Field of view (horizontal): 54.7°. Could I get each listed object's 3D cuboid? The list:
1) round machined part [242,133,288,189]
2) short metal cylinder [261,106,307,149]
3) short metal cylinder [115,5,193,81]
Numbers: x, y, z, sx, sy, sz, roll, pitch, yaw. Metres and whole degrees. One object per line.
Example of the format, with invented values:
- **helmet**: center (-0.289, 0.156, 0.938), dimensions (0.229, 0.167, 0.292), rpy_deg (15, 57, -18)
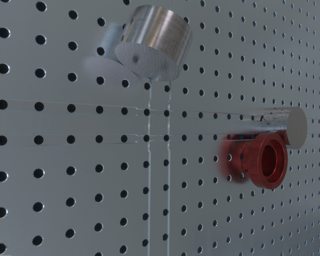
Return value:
- **round machined part**: center (0.184, 0.057, 0.552), dimensions (0.099, 0.042, 0.097), rpy_deg (0, 90, -40)
- **short metal cylinder**: center (0.239, 0.000, 0.593), dimensions (0.081, 0.050, 0.079), rpy_deg (0, 90, -40)
- **short metal cylinder**: center (-0.007, -0.098, 0.368), dimensions (0.080, 0.080, 0.050), rpy_deg (32, 71, -36)
